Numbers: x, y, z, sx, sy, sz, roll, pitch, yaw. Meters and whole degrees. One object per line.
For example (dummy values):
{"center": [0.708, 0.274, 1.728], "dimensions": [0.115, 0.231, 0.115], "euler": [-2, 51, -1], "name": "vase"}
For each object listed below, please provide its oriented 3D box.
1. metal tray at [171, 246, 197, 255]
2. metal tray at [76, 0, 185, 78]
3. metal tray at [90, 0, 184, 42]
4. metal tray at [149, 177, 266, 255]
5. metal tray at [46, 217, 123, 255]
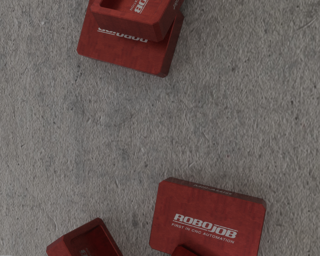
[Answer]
{"center": [0.034, 0.220, 0.376], "dimensions": [0.090, 0.030, 0.129], "euler": [26, 112, 14], "name": "metal tray"}
{"center": [-0.042, -0.128, 0.421], "dimensions": [0.130, 0.030, 0.089], "euler": [18, 96, 19], "name": "metal tray"}
{"center": [-0.015, -0.173, 0.382], "dimensions": [0.090, 0.030, 0.130], "euler": [19, 70, 19], "name": "metal tray"}
{"center": [0.058, 0.120, 0.386], "dimensions": [0.130, 0.030, 0.089], "euler": [10, 94, 19], "name": "metal tray"}
{"center": [-0.079, 0.190, 0.402], "dimensions": [0.030, 0.090, 0.130], "euler": [-37, 78, 16], "name": "metal tray"}
